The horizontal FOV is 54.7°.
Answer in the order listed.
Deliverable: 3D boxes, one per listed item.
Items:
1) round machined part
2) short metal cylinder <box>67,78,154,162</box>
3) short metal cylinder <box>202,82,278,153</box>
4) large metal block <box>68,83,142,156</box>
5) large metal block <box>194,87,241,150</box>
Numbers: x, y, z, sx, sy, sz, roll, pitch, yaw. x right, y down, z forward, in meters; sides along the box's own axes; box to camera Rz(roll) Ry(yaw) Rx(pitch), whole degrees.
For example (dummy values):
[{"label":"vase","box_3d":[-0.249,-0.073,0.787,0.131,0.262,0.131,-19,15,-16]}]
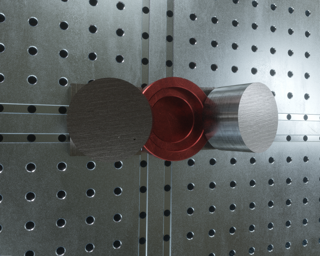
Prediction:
[{"label":"round machined part","box_3d":[0.011,-0.011,0.376,0.099,0.042,0.097,0,90,-20]},{"label":"short metal cylinder","box_3d":[-0.047,-0.008,0.315,0.080,0.050,0.079,0,91,1]},{"label":"short metal cylinder","box_3d":[0.096,-0.012,0.368,0.081,0.050,0.080,0,90,-40]},{"label":"large metal block","box_3d":[-0.068,-0.009,0.374,0.081,0.050,0.080,1,90,-20]},{"label":"large metal block","box_3d":[0.073,-0.013,0.426,0.081,0.050,0.080,-1,91,-20]}]
